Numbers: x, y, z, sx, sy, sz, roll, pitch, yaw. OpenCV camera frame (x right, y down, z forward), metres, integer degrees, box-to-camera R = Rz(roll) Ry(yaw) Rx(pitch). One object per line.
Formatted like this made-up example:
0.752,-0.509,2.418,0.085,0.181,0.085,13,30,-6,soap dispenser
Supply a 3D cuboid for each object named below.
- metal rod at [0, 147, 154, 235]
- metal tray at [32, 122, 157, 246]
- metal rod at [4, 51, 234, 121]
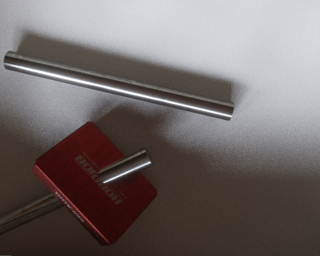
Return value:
-0.148,0.098,0.392,0.301,0.025,0.025,-25,90,6,metal rod
-0.078,0.066,0.384,0.130,0.030,0.090,47,53,0,metal tray
-0.052,-0.056,0.410,0.302,0.025,0.025,13,90,-1,metal rod
